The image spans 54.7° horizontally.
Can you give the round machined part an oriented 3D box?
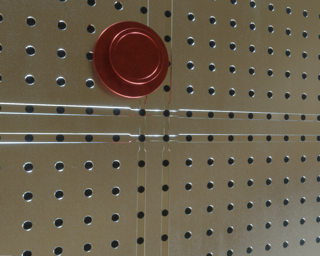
[{"bbox_3d":[-0.034,-0.087,0.392,0.099,0.042,0.097,0,90,-20],"label":"round machined part"}]
